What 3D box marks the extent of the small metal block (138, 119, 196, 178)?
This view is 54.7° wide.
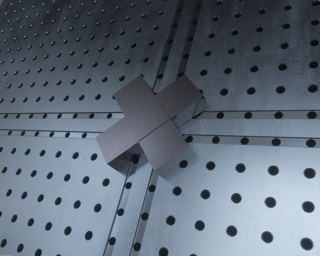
[{"bbox_3d":[0.008,0.025,0.387,0.050,0.025,0.050,-35,51,4],"label":"small metal block"}]

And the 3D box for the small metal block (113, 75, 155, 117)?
[{"bbox_3d":[-0.033,-0.041,0.449,0.050,0.025,0.050,-35,51,4],"label":"small metal block"}]

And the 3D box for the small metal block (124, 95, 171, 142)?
[{"bbox_3d":[-0.013,-0.008,0.417,0.050,0.025,0.050,-35,51,4],"label":"small metal block"}]

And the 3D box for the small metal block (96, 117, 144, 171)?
[{"bbox_3d":[-0.053,0.021,0.421,0.050,0.025,0.050,-35,51,4],"label":"small metal block"}]

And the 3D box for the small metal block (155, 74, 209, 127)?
[{"bbox_3d":[0.029,-0.037,0.414,0.050,0.025,0.050,-35,51,4],"label":"small metal block"}]
